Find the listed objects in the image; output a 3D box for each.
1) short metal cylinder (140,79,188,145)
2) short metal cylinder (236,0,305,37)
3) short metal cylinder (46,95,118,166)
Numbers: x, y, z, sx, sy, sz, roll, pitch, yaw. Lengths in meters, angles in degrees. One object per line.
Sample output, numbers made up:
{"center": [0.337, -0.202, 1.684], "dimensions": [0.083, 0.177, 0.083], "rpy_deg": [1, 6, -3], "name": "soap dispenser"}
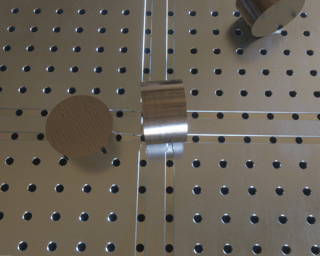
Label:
{"center": [0.004, -0.020, 0.390], "dimensions": [0.050, 0.080, 0.080], "rpy_deg": [-5, 70, -2], "name": "short metal cylinder"}
{"center": [0.158, -0.179, 0.449], "dimensions": [0.080, 0.080, 0.050], "rpy_deg": [-21, 72, -8], "name": "short metal cylinder"}
{"center": [-0.097, 0.005, 0.396], "dimensions": [0.081, 0.050, 0.080], "rpy_deg": [0, 70, 0], "name": "short metal cylinder"}
